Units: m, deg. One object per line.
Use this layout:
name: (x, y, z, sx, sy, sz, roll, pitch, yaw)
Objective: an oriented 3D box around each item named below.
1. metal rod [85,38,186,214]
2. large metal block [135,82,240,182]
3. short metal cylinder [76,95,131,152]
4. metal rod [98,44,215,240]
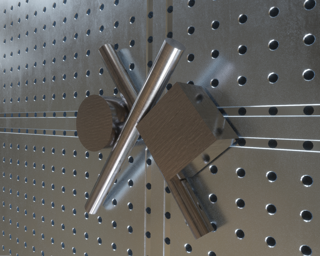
metal rod: (-0.046, 0.018, 0.415, 0.025, 0.025, 0.298, 50, 128, 28)
large metal block: (0.029, 0.005, 0.363, 0.080, 0.050, 0.080, -46, 63, 30)
short metal cylinder: (-0.077, -0.007, 0.452, 0.080, 0.050, 0.079, 0, 90, 40)
metal rod: (-0.015, 0.003, 0.416, 0.025, 0.025, 0.299, -43, 64, 31)
